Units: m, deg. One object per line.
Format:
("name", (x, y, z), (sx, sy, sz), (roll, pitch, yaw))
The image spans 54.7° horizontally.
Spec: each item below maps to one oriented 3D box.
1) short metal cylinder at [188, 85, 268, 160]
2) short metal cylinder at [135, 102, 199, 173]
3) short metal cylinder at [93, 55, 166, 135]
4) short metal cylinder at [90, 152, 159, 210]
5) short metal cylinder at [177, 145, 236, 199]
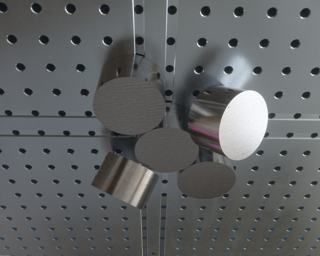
("short metal cylinder", (0.080, -0.008, 0.363), (0.081, 0.050, 0.079), (-11, 109, -34))
("short metal cylinder", (0.009, 0.013, 0.406), (0.081, 0.050, 0.079), (0, 130, 0))
("short metal cylinder", (-0.034, -0.038, 0.362), (0.081, 0.050, 0.079), (0, 130, 0))
("short metal cylinder", (-0.048, 0.074, 0.430), (0.080, 0.050, 0.080), (24, 166, 7))
("short metal cylinder", (0.064, 0.057, 0.445), (0.081, 0.050, 0.079), (0, 130, 0))
